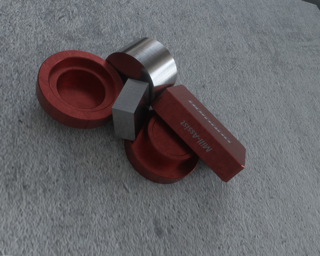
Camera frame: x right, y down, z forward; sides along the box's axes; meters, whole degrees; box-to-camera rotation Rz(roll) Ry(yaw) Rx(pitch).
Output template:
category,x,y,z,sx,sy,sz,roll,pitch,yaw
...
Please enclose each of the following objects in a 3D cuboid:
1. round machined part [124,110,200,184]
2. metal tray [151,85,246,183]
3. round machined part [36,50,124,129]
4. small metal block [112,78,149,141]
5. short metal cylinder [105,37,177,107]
category,x,y,z,sx,sy,sz,roll,pitch,yaw
round machined part,0.008,0.017,0.390,0.099,0.042,0.098,14,56,-21
metal tray,0.055,0.001,0.404,0.130,0.030,0.090,46,19,3
round machined part,-0.095,-0.041,0.369,0.099,0.042,0.098,14,56,-21
small metal block,-0.033,-0.021,0.363,0.025,0.050,0.050,15,52,9
short metal cylinder,-0.025,-0.070,0.401,0.080,0.080,0.050,44,51,2
